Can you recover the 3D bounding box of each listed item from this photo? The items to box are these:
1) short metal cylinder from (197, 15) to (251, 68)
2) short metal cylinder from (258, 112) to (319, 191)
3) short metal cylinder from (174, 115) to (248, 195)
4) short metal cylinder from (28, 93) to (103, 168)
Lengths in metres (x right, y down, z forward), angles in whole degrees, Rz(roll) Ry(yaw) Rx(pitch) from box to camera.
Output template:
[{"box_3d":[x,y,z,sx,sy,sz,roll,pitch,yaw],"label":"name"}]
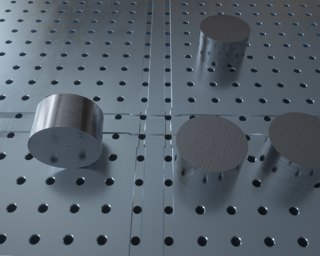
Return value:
[{"box_3d":[0.104,-0.145,0.514,0.081,0.050,0.080,0,50,0],"label":"short metal cylinder"},{"box_3d":[0.164,0.027,0.371,0.081,0.050,0.080,0,50,0],"label":"short metal cylinder"},{"box_3d":[0.058,0.031,0.366,0.081,0.050,0.080,0,50,0],"label":"short metal cylinder"},{"box_3d":[-0.109,0.005,0.366,0.081,0.080,0.050,-3,50,-3],"label":"short metal cylinder"}]
